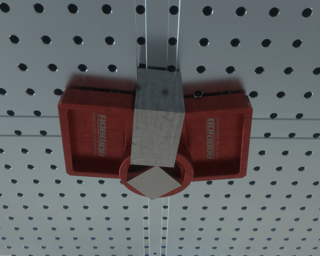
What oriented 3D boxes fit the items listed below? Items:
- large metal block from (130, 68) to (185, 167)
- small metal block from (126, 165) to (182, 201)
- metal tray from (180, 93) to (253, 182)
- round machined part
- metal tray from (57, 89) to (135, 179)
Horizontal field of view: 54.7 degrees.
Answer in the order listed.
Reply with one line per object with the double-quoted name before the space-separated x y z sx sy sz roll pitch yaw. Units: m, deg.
"large metal block" -0.005 -0.012 0.360 0.050 0.080 0.079 5 130 -4
"small metal block" -0.007 0.063 0.405 0.050 0.025 0.050 -32 124 24
"metal tray" 0.072 0.018 0.419 0.091 0.030 0.129 -5 130 4
"round machined part" -0.004 0.049 0.425 0.099 0.042 0.097 0 130 0
"metal tray" -0.081 0.013 0.413 0.091 0.030 0.129 5 130 -4
